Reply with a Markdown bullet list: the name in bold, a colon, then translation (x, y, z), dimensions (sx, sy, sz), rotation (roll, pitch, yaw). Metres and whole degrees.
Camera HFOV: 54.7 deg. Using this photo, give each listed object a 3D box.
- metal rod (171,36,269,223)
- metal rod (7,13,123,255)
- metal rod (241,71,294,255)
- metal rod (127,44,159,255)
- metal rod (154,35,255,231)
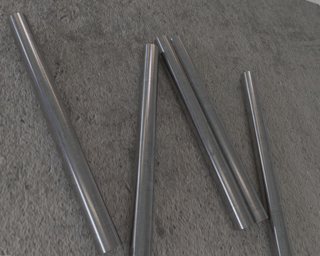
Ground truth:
- **metal rod**: translation (0.076, -0.010, 0.450), dimensions (0.025, 0.025, 0.299), rotation (-8, 66, -32)
- **metal rod**: translation (-0.114, -0.008, 0.347), dimensions (0.025, 0.025, 0.299), rotation (-15, 70, -34)
- **metal rod**: translation (0.154, 0.037, 0.463), dimensions (0.025, 0.025, 0.299), rotation (13, 56, -21)
- **metal rod**: translation (-0.017, 0.009, 0.388), dimensions (0.025, 0.025, 0.300), rotation (15, 56, -20)
- **metal rod**: translation (0.054, -0.007, 0.436), dimensions (0.025, 0.025, 0.299), rotation (-8, 66, -32)
